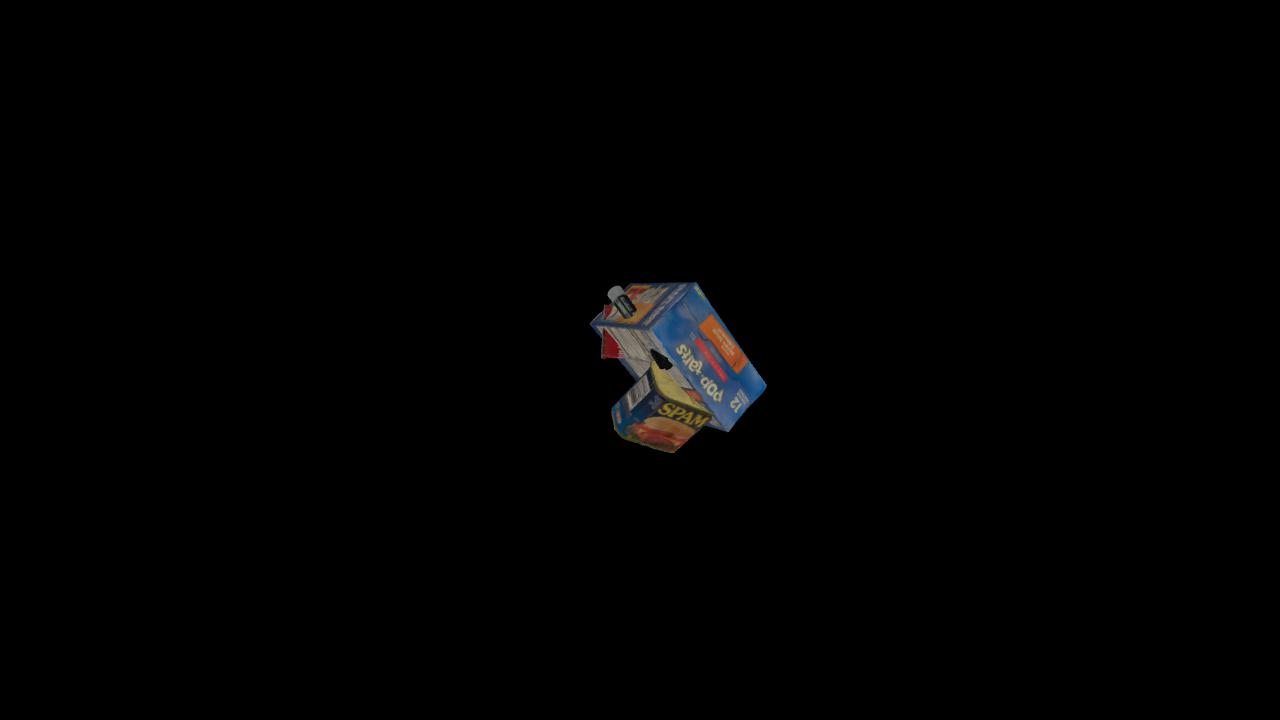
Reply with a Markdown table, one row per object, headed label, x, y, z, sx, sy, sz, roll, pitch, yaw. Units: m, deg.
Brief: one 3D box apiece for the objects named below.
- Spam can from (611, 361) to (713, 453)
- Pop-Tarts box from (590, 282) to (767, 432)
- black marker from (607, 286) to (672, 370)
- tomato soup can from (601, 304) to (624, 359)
| label | x | y | z | sx | sy | sz | roll | pitch | yaw |
| --- | --- | --- | --- | --- | --- | --- | --- | --- | --- |
| Spam can | 0.029 | 0.058 | 0.720 | 0.101 | 0.058 | 0.085 | 23 | -54 | -33 |
| Pop-Tarts box | 0.045 | -0.007 | 0.744 | 0.167 | 0.083 | 0.141 | 51 | -20 | -26 |
| black marker | 0.001 | -0.036 | 0.692 | 0.020 | 0.121 | 0.020 | -27 | -27 | -15 |
| tomato soup can | 0.003 | -0.033 | 0.767 | 0.101 | 0.068 | 0.068 | 3 | 0 | -4 |
